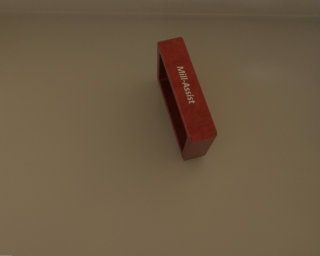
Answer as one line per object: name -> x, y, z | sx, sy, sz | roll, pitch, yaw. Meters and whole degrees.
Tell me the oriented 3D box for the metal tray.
metal tray -> 0.028, -0.033, 0.385 | 0.030, 0.090, 0.130 | -15, 71, -6
